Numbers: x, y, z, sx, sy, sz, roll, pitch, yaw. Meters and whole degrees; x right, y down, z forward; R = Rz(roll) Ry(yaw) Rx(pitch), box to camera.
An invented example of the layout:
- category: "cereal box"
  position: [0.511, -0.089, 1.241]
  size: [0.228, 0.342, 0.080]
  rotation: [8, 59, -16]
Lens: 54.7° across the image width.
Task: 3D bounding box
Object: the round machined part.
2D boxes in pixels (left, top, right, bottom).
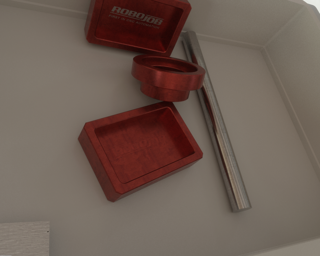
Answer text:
- category: "round machined part"
  position: [0.010, -0.067, 0.423]
  size: [0.099, 0.042, 0.098]
  rotation: [9, 24, -4]

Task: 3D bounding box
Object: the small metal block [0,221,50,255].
- category: "small metal block"
  position: [-0.125, 0.111, 0.271]
  size: [0.050, 0.025, 0.050]
  rotation: [5, 60, -26]

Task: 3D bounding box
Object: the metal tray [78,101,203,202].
- category: "metal tray"
  position: [-0.020, 0.022, 0.378]
  size: [0.131, 0.030, 0.090]
  rotation: [-19, 72, -36]

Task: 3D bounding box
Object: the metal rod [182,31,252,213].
- category: "metal rod"
  position: [0.078, -0.026, 0.465]
  size: [0.025, 0.025, 0.299]
  rotation: [2, 61, -28]

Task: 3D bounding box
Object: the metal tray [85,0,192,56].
- category: "metal tray"
  position: [-0.032, -0.155, 0.439]
  size: [0.131, 0.089, 0.030]
  rotation: [5, 42, -26]
